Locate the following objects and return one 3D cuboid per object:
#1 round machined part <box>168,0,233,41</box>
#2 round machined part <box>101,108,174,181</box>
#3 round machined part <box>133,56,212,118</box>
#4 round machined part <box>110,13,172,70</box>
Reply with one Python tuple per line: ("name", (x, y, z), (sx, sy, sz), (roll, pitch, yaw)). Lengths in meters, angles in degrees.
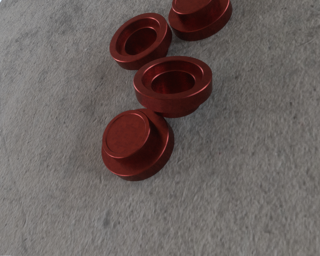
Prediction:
("round machined part", (0.058, -0.185, 0.475), (0.098, 0.042, 0.098), (-13, 56, 20))
("round machined part", (-0.035, 0.016, 0.400), (0.098, 0.042, 0.098), (-13, 56, 20))
("round machined part", (0.018, -0.050, 0.398), (0.099, 0.042, 0.098), (-5, 42, 5))
("round machined part", (-0.026, -0.129, 0.484), (0.098, 0.042, 0.098), (-13, 56, 20))
